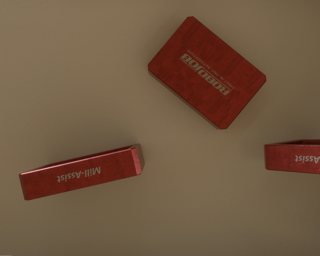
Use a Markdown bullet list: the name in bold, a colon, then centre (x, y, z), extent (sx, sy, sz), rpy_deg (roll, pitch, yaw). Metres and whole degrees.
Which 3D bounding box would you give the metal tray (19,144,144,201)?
- **metal tray**: centre (-0.087, 0.050, 0.377), extent (0.131, 0.090, 0.030), rpy_deg (-13, 90, -1)

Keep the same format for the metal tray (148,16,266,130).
- **metal tray**: centre (0.060, -0.071, 0.410), extent (0.130, 0.030, 0.090), rpy_deg (39, 90, -1)

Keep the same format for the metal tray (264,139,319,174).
- **metal tray**: centre (0.198, 0.031, 0.347), extent (0.091, 0.130, 0.030), rpy_deg (-4, 90, -39)
